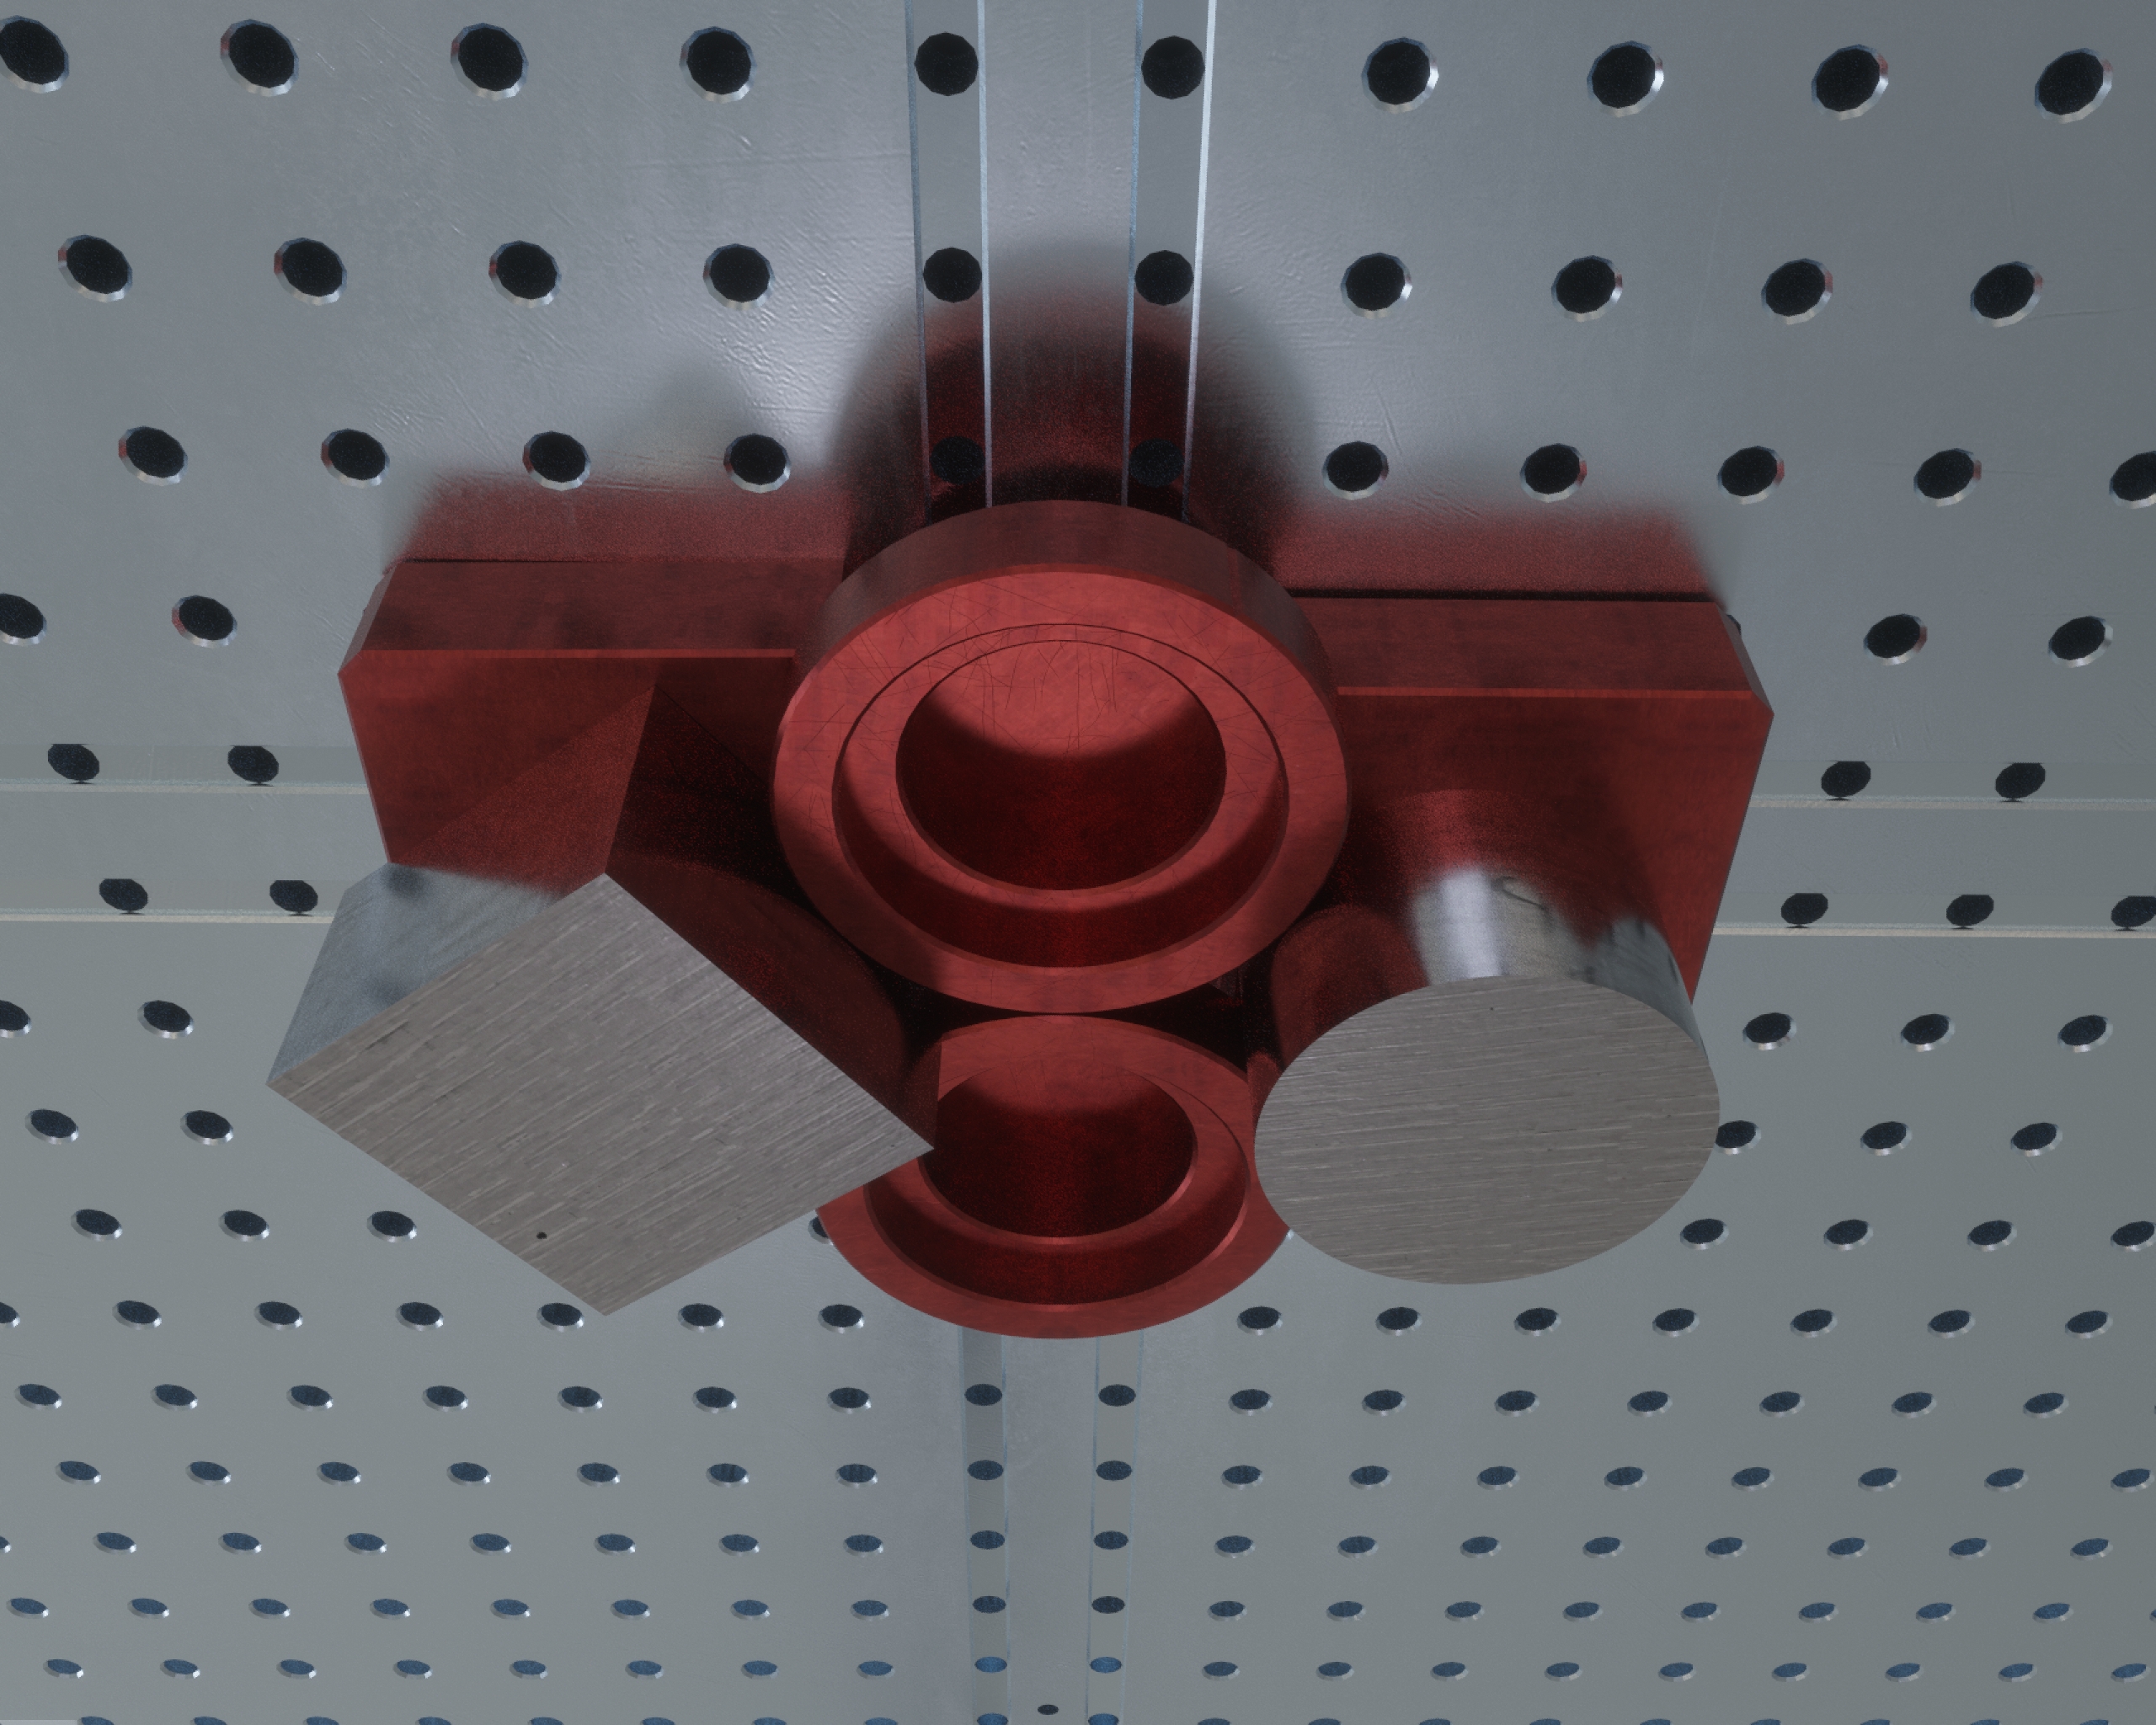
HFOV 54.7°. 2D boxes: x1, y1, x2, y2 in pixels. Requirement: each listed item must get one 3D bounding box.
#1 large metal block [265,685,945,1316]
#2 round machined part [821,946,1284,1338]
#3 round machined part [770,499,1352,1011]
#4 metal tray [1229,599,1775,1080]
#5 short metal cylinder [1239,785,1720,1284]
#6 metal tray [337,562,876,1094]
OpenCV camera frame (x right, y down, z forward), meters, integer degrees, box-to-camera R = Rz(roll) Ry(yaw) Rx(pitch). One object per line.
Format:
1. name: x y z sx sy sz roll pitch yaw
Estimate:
1. large metal block: -0.081 0.028 0.378 0.080 0.050 0.080 -30 124 23
2. round machined part: -0.004 0.052 0.433 0.099 0.042 0.097 0 130 0
3. round machined part: -0.003 -0.022 0.369 0.099 0.042 0.097 0 130 0
4. metal tray: 0.076 0.010 0.415 0.091 0.030 0.129 0 130 -1
5. short metal cylinder: 0.071 0.032 0.383 0.081 0.050 0.079 0 130 0
6. metal tray: -0.083 0.004 0.410 0.091 0.030 0.129 0 130 -2
